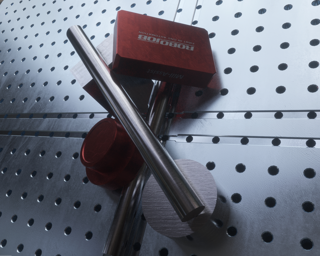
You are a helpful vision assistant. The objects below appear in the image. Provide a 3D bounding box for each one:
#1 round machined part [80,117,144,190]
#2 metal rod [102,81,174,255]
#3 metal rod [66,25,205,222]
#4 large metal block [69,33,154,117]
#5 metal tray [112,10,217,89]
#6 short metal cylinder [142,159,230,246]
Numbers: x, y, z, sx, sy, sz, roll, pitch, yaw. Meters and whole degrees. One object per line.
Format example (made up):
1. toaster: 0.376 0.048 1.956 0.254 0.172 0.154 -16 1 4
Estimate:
1. round machined part: -0.063 0.026 0.393 0.098 0.042 0.098 -27 45 31
2. metal rod: -0.014 0.012 0.407 0.025 0.025 0.300 3 63 29
3. metal rod: -0.044 -0.027 0.356 0.025 0.025 0.300 -37 59 3
4. large metal block: -0.069 -0.075 0.454 0.080 0.080 0.050 -41 51 0
5. metal tray: 0.005 -0.105 0.415 0.131 0.030 0.090 7 55 -16
6. short metal cylinder: 0.028 0.079 0.329 0.080 0.050 0.080 -13 56 20
